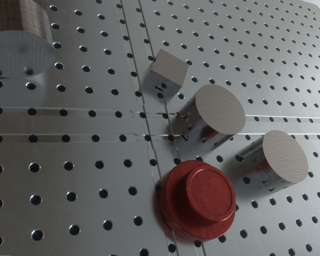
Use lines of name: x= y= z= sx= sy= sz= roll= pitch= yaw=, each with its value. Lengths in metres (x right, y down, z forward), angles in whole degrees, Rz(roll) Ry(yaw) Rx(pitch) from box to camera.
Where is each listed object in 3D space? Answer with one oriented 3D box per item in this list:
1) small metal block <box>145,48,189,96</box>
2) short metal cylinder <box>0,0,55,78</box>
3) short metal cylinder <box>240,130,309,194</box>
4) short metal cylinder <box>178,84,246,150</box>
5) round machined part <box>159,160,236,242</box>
small metal block: x=0.011 y=-0.084 z=0.465 sx=0.050 sy=0.025 sz=0.050 roll=27 pitch=52 yaw=-11
short metal cylinder: x=-0.163 y=-0.099 z=0.346 sx=0.081 sy=0.080 sz=0.050 roll=-4 pitch=64 yaw=-30
short metal cylinder: x=0.165 y=0.050 z=0.450 sx=0.081 sy=0.050 sz=0.080 roll=14 pitch=56 yaw=-21
short metal cylinder: x=0.073 y=-0.015 z=0.440 sx=0.081 sy=0.050 sz=0.080 roll=14 pitch=56 yaw=-21
round machined part: x=0.051 y=0.083 z=0.374 sx=0.099 sy=0.042 sz=0.098 roll=14 pitch=56 yaw=-21
